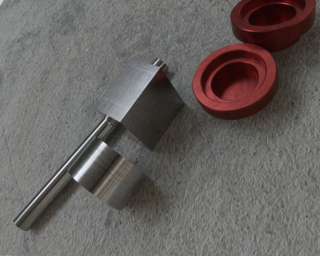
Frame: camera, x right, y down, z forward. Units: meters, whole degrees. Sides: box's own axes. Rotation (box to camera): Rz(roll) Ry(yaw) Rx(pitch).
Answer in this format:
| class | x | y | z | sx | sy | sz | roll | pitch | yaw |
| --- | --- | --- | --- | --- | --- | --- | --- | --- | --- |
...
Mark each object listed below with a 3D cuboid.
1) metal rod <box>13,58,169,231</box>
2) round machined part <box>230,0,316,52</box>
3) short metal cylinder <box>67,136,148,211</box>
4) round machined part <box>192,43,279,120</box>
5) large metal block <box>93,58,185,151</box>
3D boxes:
| class | x | y | z | sx | sy | sz | roll | pitch | yaw |
| --- | --- | --- | --- | --- | --- | --- | --- | --- | --- |
| metal rod | -0.093 | 0.018 | 0.441 | 0.025 | 0.025 | 0.300 | 34 | 81 | 38 |
| round machined part | 0.142 | -0.133 | 0.392 | 0.098 | 0.042 | 0.098 | -12 | 46 | 13 |
| short metal cylinder | -0.061 | 0.053 | 0.368 | 0.080 | 0.080 | 0.050 | 31 | 79 | 37 |
| round machined part | 0.093 | -0.052 | 0.376 | 0.098 | 0.042 | 0.098 | -13 | 57 | 21 |
| large metal block | -0.023 | -0.029 | 0.398 | 0.050 | 0.080 | 0.080 | 26 | 76 | 37 |
